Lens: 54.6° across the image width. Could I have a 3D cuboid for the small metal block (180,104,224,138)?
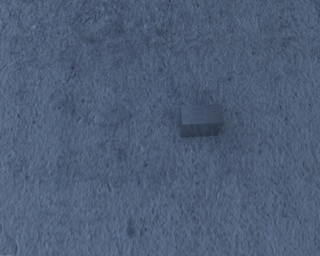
[{"bbox_3d":[0.051,-0.008,0.398,0.050,0.050,0.025,-3,70,-1],"label":"small metal block"}]
